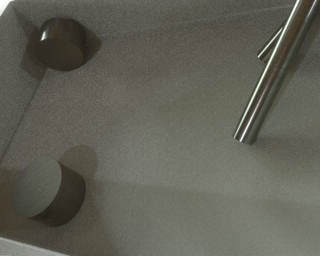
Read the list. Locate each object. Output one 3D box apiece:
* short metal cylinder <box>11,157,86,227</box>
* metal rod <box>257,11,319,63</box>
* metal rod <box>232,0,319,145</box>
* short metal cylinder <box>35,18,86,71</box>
[{"bbox_3d":[-0.148,0.085,0.413,0.080,0.050,0.080,-13,56,20],"label":"short metal cylinder"},{"bbox_3d":[0.201,-0.181,0.299,0.298,0.025,0.025,-54,40,39],"label":"metal rod"},{"bbox_3d":[0.147,-0.120,0.315,0.025,0.025,0.298,33,108,38],"label":"metal rod"},{"bbox_3d":[-0.175,-0.147,0.549,0.080,0.080,0.050,-15,56,19],"label":"short metal cylinder"}]
